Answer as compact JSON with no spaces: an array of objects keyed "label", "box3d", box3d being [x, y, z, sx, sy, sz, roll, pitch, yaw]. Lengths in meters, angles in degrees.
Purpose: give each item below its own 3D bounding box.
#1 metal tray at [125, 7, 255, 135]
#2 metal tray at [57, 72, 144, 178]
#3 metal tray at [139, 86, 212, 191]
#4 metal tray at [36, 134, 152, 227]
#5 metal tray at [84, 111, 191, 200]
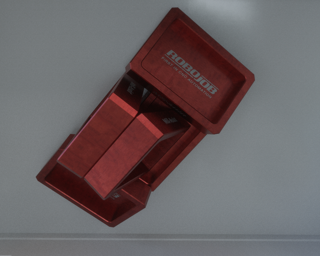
[{"label":"metal tray","box3d":[0.037,-0.064,0.365,0.130,0.030,0.090,37,80,-13]},{"label":"metal tray","box3d":[-0.060,-0.012,0.347,0.030,0.130,0.090,39,106,-13]},{"label":"metal tray","box3d":[-0.006,0.012,0.411,0.090,0.030,0.130,37,105,-13]},{"label":"metal tray","box3d":[-0.089,0.075,0.415,0.130,0.030,0.090,38,130,-14]},{"label":"metal tray","box3d":[-0.018,0.024,0.349,0.030,0.130,0.090,45,105,9]}]
